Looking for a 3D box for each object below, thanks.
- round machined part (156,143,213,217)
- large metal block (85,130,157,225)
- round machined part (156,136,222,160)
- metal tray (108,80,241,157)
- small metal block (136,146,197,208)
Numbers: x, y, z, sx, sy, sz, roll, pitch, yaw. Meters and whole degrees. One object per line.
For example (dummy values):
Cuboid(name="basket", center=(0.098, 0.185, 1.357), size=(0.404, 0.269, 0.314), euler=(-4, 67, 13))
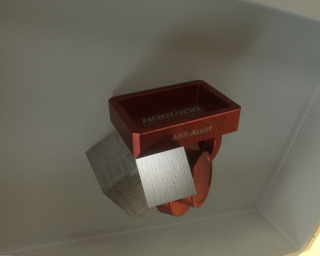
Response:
Cuboid(name="round machined part", center=(0.033, 0.059, 0.377), size=(0.099, 0.042, 0.097), euler=(-21, 114, -59))
Cuboid(name="large metal block", center=(-0.040, 0.060, 0.388), size=(0.050, 0.080, 0.080), euler=(-38, 130, -3))
Cuboid(name="round machined part", center=(0.033, 0.018, 0.428), size=(0.099, 0.042, 0.097), euler=(-14, 125, -21))
Cuboid(name="metal tray", center=(0.016, -0.017, 0.364), size=(0.131, 0.090, 0.030), euler=(-14, 125, -21))
Cuboid(name="small metal block", center=(0.006, 0.050, 0.322), size=(0.050, 0.025, 0.050), euler=(-15, 87, -5))
